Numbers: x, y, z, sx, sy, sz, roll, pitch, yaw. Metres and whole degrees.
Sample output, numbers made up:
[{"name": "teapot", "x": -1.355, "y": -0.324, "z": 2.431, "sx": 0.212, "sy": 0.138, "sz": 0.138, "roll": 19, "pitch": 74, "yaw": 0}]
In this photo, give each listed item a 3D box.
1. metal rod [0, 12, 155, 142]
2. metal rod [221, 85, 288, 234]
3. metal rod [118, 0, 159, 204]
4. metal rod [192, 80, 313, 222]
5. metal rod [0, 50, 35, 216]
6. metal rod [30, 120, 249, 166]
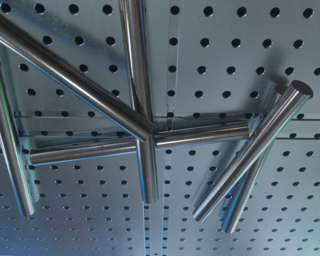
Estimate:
[{"name": "metal rod", "x": -0.130, "y": -0.079, "z": 0.313, "sx": 0.301, "sy": 0.025, "sz": 0.025, "roll": 36, "pitch": 122, "yaw": -16}, {"name": "metal rod", "x": 0.138, "y": 0.068, "z": 0.470, "sx": 0.025, "sy": 0.025, "sz": 0.298, "roll": 4, "pitch": 130, "yaw": -3}, {"name": "metal rod", "x": -0.022, "y": -0.024, "z": 0.367, "sx": 0.025, "sy": 0.025, "sz": 0.298, "roll": -2, "pitch": 123, "yaw": 2}, {"name": "metal rod", "x": 0.111, "y": 0.055, "z": 0.439, "sx": 0.025, "sy": 0.025, "sz": 0.298, "roll": 13, "pitch": 135, "yaw": -11}, {"name": "metal rod", "x": -0.207, "y": 0.027, "z": 0.432, "sx": 0.025, "sy": 0.025, "sz": 0.298, "roll": 5, "pitch": 130, "yaw": -5}, {"name": "metal rod", "x": -0.032, "y": 0.022, "z": 0.429, "sx": 0.301, "sy": 0.025, "sz": 0.025, "roll": -8, "pitch": 130, "yaw": 6}]
